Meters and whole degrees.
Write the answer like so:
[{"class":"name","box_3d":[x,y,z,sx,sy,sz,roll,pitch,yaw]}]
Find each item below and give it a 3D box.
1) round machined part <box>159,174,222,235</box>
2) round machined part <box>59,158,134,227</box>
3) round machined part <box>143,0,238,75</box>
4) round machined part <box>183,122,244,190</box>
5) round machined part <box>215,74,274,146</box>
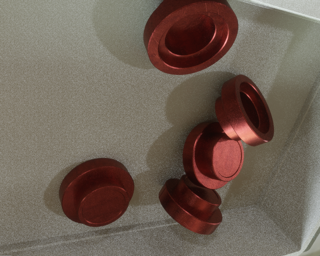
[{"class":"round machined part","box_3d":[0.051,0.105,0.456,0.099,0.098,0.042,20,109,-36]},{"class":"round machined part","box_3d":[-0.080,0.092,0.412,0.099,0.042,0.097,-14,125,-21]},{"class":"round machined part","box_3d":[0.030,-0.106,0.334,0.099,0.042,0.098,-13,149,-8]},{"class":"round machined part","box_3d":[0.083,0.040,0.444,0.099,0.042,0.097,-2,93,-38]},{"class":"round machined part","box_3d":[0.112,-0.021,0.425,0.042,0.098,0.098,-27,140,37]}]
